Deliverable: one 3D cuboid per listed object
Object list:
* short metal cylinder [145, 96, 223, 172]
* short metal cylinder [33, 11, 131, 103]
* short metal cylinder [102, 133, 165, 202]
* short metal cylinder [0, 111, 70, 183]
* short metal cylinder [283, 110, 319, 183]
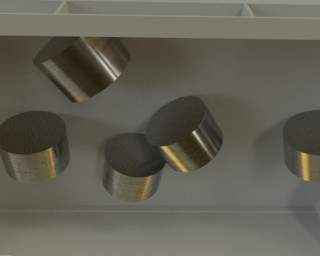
[{"bbox_3d":[0.030,0.007,0.379,0.080,0.080,0.050,-24,126,19],"label":"short metal cylinder"},{"bbox_3d":[-0.077,-0.071,0.311,0.080,0.080,0.050,-25,126,19],"label":"short metal cylinder"},{"bbox_3d":[-0.035,0.052,0.416,0.081,0.080,0.050,8,130,-7],"label":"short metal cylinder"},{"bbox_3d":[-0.158,0.022,0.390,0.081,0.080,0.050,4,130,-3],"label":"short metal cylinder"},{"bbox_3d":[0.200,0.022,0.394,0.080,0.080,0.050,-13,129,10],"label":"short metal cylinder"}]
